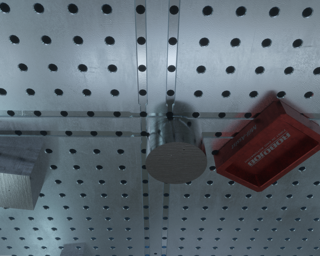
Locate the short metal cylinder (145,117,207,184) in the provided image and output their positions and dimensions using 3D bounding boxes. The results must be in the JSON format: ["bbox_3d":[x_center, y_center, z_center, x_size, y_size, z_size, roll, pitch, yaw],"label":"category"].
[{"bbox_3d":[0.021,0.031,0.422,0.081,0.050,0.079,0,130,0],"label":"short metal cylinder"}]

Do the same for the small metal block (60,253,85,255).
[{"bbox_3d":[-0.183,0.293,0.660,0.050,0.025,0.050,-7,130,5],"label":"small metal block"}]

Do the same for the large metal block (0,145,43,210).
[{"bbox_3d":[-0.222,0.073,0.455,0.081,0.050,0.079,8,130,-7],"label":"large metal block"}]

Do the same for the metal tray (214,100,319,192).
[{"bbox_3d":[0.151,0.031,0.436,0.090,0.030,0.129,27,125,-21],"label":"metal tray"}]
